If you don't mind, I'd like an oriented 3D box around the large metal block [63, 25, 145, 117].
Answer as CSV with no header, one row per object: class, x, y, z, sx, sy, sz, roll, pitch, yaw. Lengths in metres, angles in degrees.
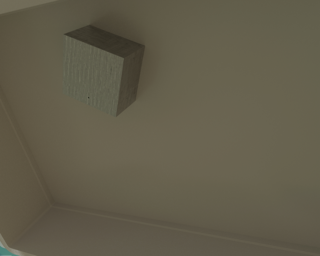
large metal block,-0.072,-0.072,0.387,0.080,0.050,0.079,24,127,13
